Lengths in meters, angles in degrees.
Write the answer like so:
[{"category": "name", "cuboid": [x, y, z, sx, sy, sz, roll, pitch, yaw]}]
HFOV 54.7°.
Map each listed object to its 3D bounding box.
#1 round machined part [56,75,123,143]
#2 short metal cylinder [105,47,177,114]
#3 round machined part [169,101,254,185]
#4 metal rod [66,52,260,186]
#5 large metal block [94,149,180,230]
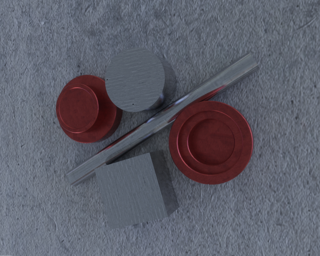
[{"category": "round machined part", "cuboid": [-0.106, -0.027, 0.438, 0.098, 0.042, 0.097, 0, 90, 20]}, {"category": "short metal cylinder", "cuboid": [-0.023, -0.060, 0.405, 0.080, 0.050, 0.079, 0, 90, 20]}, {"category": "round machined part", "cuboid": [0.064, 0.017, 0.378, 0.098, 0.042, 0.097, 0, 90, 20]}, {"category": "metal rod", "cuboid": [-0.008, -0.003, 0.414, 0.300, 0.025, 0.025, -33, 80, 16]}, {"category": "large metal block", "cuboid": [-0.029, 0.079, 0.408, 0.080, 0.050, 0.080, -18, 84, 19]}]
